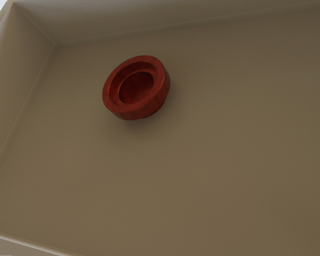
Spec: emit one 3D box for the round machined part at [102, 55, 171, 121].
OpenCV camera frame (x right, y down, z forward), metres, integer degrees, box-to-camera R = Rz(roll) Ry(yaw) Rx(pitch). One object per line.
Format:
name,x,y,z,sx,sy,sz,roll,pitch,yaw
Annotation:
round machined part,-0.030,-0.052,0.444,0.098,0.042,0.098,-13,56,21
